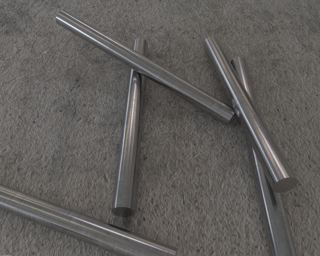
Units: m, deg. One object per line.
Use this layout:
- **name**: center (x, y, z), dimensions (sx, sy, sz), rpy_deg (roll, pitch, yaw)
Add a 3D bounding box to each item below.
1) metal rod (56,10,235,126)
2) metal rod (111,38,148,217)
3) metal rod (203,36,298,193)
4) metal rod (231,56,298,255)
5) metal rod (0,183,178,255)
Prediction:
- **metal rod**: center (-0.027, -0.092, 0.447), dimensions (0.301, 0.025, 0.025), rpy_deg (32, 57, 12)
- **metal rod**: center (-0.036, -0.026, 0.424), dimensions (0.025, 0.025, 0.300), rpy_deg (1, 50, 1)
- **metal rod**: center (0.105, -0.044, 0.415), dimensions (0.025, 0.025, 0.300), rpy_deg (-6, 43, -5)
- **metal rod**: center (0.122, 0.012, 0.393), dimensions (0.025, 0.025, 0.300), rpy_deg (1, 50, 0)
- **metal rod**: center (-0.128, 0.088, 0.328), dimensions (0.301, 0.025, 0.025), rpy_deg (16, 52, 12)
